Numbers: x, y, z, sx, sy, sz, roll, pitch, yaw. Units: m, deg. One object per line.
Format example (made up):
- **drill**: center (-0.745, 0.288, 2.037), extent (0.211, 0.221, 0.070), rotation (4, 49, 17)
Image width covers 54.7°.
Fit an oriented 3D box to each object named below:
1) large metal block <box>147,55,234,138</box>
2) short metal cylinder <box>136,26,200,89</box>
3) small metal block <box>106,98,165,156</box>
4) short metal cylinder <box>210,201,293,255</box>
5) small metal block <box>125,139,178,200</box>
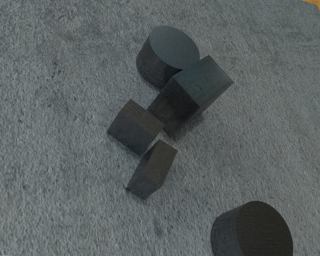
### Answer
- **large metal block**: center (0.039, -0.042, 0.417), extent (0.050, 0.080, 0.081), rotation (49, 51, 6)
- **short metal cylinder**: center (0.011, -0.104, 0.459), extent (0.081, 0.050, 0.080), rotation (14, 56, -21)
- **small metal block**: center (-0.030, 0.000, 0.373), extent (0.050, 0.050, 0.025), rotation (37, 51, -4)
- **short metal cylinder**: center (0.108, 0.133, 0.367), extent (0.081, 0.050, 0.080), rotation (14, 56, -21)
- **small metal block**: center (-0.010, 0.048, 0.355), extent (0.025, 0.050, 0.050), rotation (33, 51, -7)
